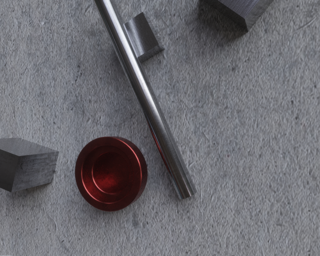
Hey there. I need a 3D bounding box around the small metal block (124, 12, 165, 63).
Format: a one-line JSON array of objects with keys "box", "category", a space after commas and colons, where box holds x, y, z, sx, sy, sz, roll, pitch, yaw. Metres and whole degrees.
[{"box": [-0.029, -0.118, 0.419, 0.050, 0.025, 0.050, -28, 81, 17], "category": "small metal block"}]

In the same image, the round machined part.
[{"box": [-0.062, 0.060, 0.422, 0.098, 0.042, 0.097, 0, 90, 20], "category": "round machined part"}]

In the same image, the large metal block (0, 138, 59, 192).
[{"box": [-0.212, 0.050, 0.454, 0.080, 0.080, 0.050, 16, 95, 19], "category": "large metal block"}]

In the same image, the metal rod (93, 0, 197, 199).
[{"box": [-0.024, -0.051, 0.396, 0.025, 0.025, 0.299, -23, 90, 18], "category": "metal rod"}]

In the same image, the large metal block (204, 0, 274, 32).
[{"box": [0.096, -0.175, 0.362, 0.080, 0.050, 0.080, 42, 103, 15], "category": "large metal block"}]
